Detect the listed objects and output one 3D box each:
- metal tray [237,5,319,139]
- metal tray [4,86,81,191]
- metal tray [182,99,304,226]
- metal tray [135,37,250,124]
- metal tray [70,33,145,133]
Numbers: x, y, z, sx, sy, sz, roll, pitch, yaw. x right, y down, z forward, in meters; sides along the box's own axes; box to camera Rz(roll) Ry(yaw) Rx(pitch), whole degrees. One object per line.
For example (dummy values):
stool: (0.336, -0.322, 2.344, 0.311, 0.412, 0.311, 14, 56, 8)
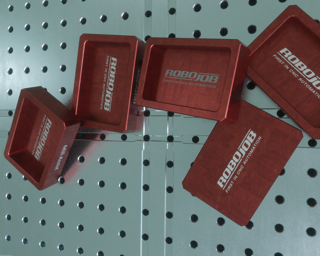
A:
metal tray: (0.163, -0.062, 0.352, 0.090, 0.030, 0.130, -45, 76, 14)
metal tray: (-0.175, 0.016, 0.453, 0.090, 0.030, 0.129, 37, 118, 16)
metal tray: (0.097, 0.039, 0.376, 0.090, 0.030, 0.129, 32, 100, 17)
metal tray: (0.035, -0.061, 0.378, 0.130, 0.030, 0.090, 13, 94, 35)
metal tray: (-0.074, -0.063, 0.436, 0.090, 0.030, 0.129, 9, 93, 19)
